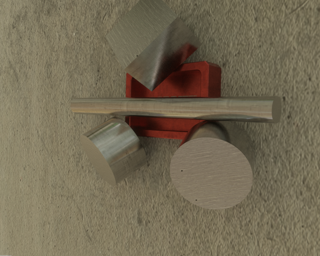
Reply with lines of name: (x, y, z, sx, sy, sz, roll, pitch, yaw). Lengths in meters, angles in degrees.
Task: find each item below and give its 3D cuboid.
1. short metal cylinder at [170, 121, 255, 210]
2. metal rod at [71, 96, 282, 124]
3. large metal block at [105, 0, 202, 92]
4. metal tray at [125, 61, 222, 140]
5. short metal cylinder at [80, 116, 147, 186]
short metal cylinder: (0.056, 0.037, 0.323, 0.080, 0.050, 0.079, 7, 114, 16)
metal rod: (-0.010, -0.025, 0.375, 0.300, 0.025, 0.025, 4, 93, 39)
large metal block: (-0.010, -0.105, 0.370, 0.080, 0.050, 0.080, -42, 47, 14)
metal tray: (0.012, -0.032, 0.394, 0.130, 0.030, 0.089, 3, 92, 40)
short metal cylinder: (-0.063, 0.031, 0.418, 0.080, 0.050, 0.080, 40, 150, 30)
